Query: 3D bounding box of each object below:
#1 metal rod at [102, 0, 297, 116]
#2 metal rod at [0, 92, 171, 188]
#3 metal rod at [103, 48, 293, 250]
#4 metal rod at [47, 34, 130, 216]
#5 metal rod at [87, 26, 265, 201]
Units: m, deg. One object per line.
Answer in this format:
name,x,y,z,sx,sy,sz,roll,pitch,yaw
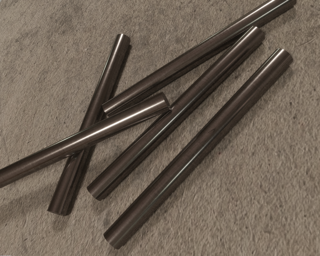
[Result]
metal rod,0.050,-0.101,0.438,0.300,0.025,0.025,-31,52,7
metal rod,-0.126,0.026,0.418,0.301,0.025,0.025,-24,53,12
metal rod,0.048,0.020,0.365,0.300,0.025,0.025,-46,52,-5
metal rod,-0.099,-0.020,0.465,0.025,0.025,0.300,1,62,28
metal rod,0.023,-0.021,0.403,0.300,0.025,0.025,-44,51,-3
